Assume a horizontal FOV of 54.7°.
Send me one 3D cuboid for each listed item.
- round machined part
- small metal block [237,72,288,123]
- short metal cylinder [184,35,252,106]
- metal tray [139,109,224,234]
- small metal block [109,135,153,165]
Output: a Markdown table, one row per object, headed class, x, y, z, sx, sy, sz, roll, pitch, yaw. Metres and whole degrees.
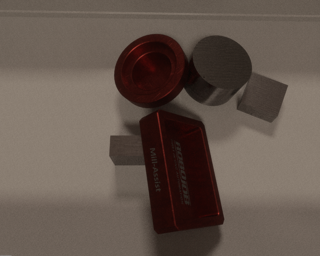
| class | x | y | z | sx | sy | sz | roll | pitch | yaw |
| --- | --- | --- | --- | --- | --- | --- | --- | --- | --- |
| round machined part | -0.008 | -0.072 | 0.416 | 0.098 | 0.042 | 0.098 | -6 | 72 | 20 |
| small metal block | 0.141 | -0.042 | 0.427 | 0.050 | 0.025 | 0.050 | 23 | 71 | 7 |
| short metal cylinder | 0.075 | -0.076 | 0.417 | 0.081 | 0.050 | 0.080 | 5 | 68 | -12 |
| metal tray | 0.026 | 0.050 | 0.359 | 0.030 | 0.091 | 0.129 | -25 | 65 | 37 |
| small metal block | -0.034 | 0.029 | 0.385 | 0.050 | 0.050 | 0.025 | 0 | 70 | 0 |
